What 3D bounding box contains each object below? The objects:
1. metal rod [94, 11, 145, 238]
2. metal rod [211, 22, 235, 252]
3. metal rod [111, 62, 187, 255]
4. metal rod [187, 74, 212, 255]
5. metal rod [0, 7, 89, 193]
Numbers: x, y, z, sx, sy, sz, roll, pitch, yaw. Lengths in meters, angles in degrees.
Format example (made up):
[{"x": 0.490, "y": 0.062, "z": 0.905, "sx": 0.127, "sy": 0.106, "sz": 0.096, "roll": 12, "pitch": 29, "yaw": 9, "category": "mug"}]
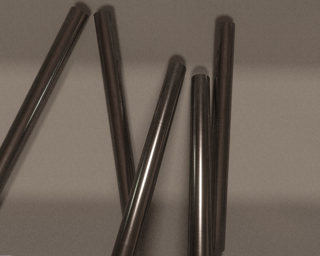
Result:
[{"x": -0.054, "y": -0.003, "z": 0.410, "sx": 0.025, "sy": 0.025, "sz": 0.298, "roll": -8, "pitch": 90, "yaw": 0, "category": "metal rod"}, {"x": 0.080, "y": 0.011, "z": 0.412, "sx": 0.025, "sy": 0.025, "sz": 0.298, "roll": 3, "pitch": 90, "yaw": -1, "category": "metal rod"}, {"x": -0.014, "y": 0.051, "z": 0.352, "sx": 0.025, "sy": 0.025, "sz": 0.300, "roll": 16, "pitch": 66, "yaw": 0, "category": "metal rod"}, {"x": 0.045, "y": 0.069, "z": 0.348, "sx": 0.025, "sy": 0.025, "sz": 0.299, "roll": 4, "pitch": 64, "yaw": 0, "category": "metal rod"}, {"x": -0.173, "y": -0.020, "z": 0.409, "sx": 0.025, "sy": 0.025, "sz": 0.299, "roll": 27, "pitch": 90, "yaw": -1, "category": "metal rod"}]
